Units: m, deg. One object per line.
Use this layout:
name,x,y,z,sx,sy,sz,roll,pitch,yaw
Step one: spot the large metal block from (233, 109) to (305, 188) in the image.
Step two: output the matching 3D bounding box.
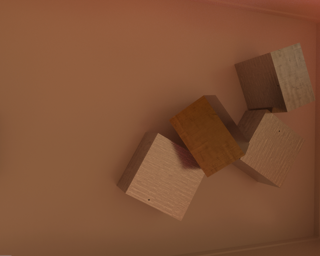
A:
large metal block,0.150,0.029,0.452,0.080,0.050,0.080,35,79,-17

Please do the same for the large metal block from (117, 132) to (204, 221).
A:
large metal block,0.003,0.060,0.398,0.080,0.050,0.080,31,80,-18

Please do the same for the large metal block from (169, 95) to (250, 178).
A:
large metal block,0.065,0.006,0.387,0.050,0.080,0.080,-36,84,19

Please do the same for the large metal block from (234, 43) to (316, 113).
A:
large metal block,0.160,-0.066,0.440,0.050,0.080,0.080,-21,97,-19
